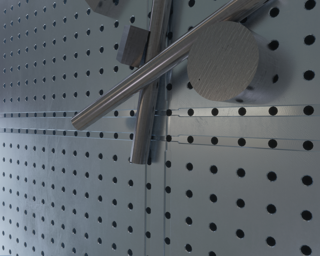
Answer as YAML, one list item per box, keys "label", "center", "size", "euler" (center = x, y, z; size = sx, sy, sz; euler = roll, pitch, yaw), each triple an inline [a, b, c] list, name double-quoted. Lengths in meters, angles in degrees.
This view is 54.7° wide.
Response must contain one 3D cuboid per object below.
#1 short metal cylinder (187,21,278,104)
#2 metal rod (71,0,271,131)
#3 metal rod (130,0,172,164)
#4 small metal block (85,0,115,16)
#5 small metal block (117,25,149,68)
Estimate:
- label: "short metal cylinder"
  center: [0.076, -0.067, 0.330]
  size: [0.080, 0.050, 0.079]
  euler: [0, 90, 40]
- label: "metal rod"
  center: [-0.003, -0.076, 0.384]
  size: [0.299, 0.025, 0.025]
  euler: [-31, 71, 26]
- label: "metal rod"
  center: [-0.007, -0.099, 0.415]
  size: [0.025, 0.025, 0.298]
  euler: [14, 99, 39]
- label: "small metal block"
  center: [-0.093, -0.214, 0.486]
  size: [0.050, 0.025, 0.050]
  euler: [-50, 61, 28]
- label: "small metal block"
  center: [-0.039, -0.113, 0.427]
  size: [0.050, 0.025, 0.050]
  euler: [-129, 54, -66]
